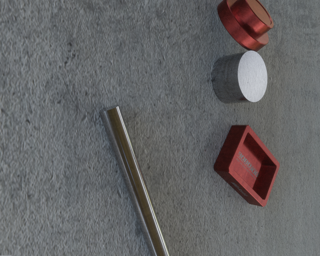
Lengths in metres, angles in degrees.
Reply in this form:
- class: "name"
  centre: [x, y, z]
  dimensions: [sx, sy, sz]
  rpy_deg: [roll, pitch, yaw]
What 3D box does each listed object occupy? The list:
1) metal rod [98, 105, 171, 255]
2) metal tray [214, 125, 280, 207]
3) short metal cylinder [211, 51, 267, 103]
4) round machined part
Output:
- class: "metal rod"
  centre: [-0.016, 0.115, 0.393]
  dimensions: [0.025, 0.025, 0.298]
  rpy_deg: [-28, 108, -37]
- class: "metal tray"
  centre: [0.153, 0.066, 0.533]
  dimensions: [0.130, 0.030, 0.090]
  rpy_deg: [43, 64, -32]
- class: "short metal cylinder"
  centre: [0.129, -0.080, 0.499]
  dimensions: [0.081, 0.050, 0.079]
  rpy_deg: [0, 91, -40]
- class: "round machined part"
  centre: [0.140, -0.172, 0.487]
  dimensions: [0.099, 0.042, 0.098]
  rpy_deg: [25, 47, -29]
